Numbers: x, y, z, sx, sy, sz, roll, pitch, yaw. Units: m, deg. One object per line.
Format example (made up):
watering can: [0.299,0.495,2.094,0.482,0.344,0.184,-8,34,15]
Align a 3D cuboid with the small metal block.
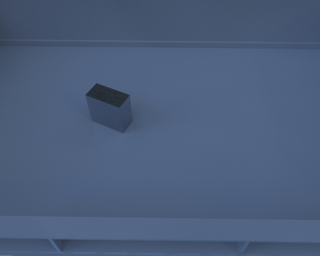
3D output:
small metal block: [-0.066,-0.026,0.410,0.050,0.050,0.025,21,53,17]
